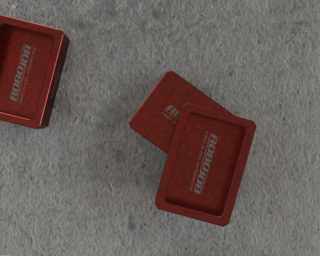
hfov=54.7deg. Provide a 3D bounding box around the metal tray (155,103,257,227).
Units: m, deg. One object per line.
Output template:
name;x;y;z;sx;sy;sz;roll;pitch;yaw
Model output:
metal tray;0.054;0.043;0.377;0.091;0.030;0.129;16;90;-1

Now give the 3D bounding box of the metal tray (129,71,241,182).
metal tray;0.038;-0.002;0.408;0.130;0.030;0.090;36;90;-1

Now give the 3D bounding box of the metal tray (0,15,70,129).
metal tray;-0.180;-0.071;0.404;0.091;0.030;0.129;14;90;-1
